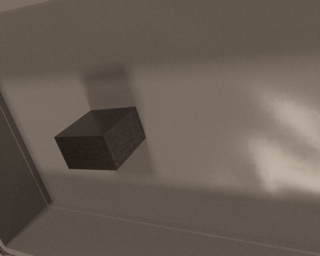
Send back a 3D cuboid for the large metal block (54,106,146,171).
[{"bbox_3d":[-0.078,0.013,0.421,0.080,0.080,0.050,-3,117,29],"label":"large metal block"}]
